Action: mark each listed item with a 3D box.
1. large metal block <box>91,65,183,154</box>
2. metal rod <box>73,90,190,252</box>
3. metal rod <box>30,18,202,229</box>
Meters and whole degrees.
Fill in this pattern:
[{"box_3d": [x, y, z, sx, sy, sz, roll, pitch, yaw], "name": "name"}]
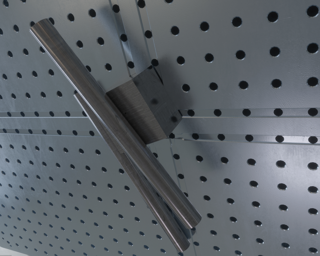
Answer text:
[{"box_3d": [-0.031, -0.022, 0.398, 0.080, 0.050, 0.080, -21, 108, 35], "name": "large metal block"}, {"box_3d": [-0.036, 0.071, 0.474, 0.025, 0.025, 0.299, -21, 108, 36], "name": "metal rod"}, {"box_3d": [-0.046, 0.003, 0.372, 0.025, 0.025, 0.299, -29, 103, 37], "name": "metal rod"}]
